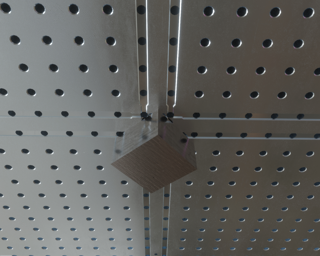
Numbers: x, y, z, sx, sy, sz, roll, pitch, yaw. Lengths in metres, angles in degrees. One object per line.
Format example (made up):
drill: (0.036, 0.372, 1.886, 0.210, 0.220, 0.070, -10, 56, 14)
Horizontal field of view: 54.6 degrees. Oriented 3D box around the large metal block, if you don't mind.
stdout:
large metal block: (-0.007, 0.035, 0.424, 0.080, 0.050, 0.080, -32, 123, 24)
